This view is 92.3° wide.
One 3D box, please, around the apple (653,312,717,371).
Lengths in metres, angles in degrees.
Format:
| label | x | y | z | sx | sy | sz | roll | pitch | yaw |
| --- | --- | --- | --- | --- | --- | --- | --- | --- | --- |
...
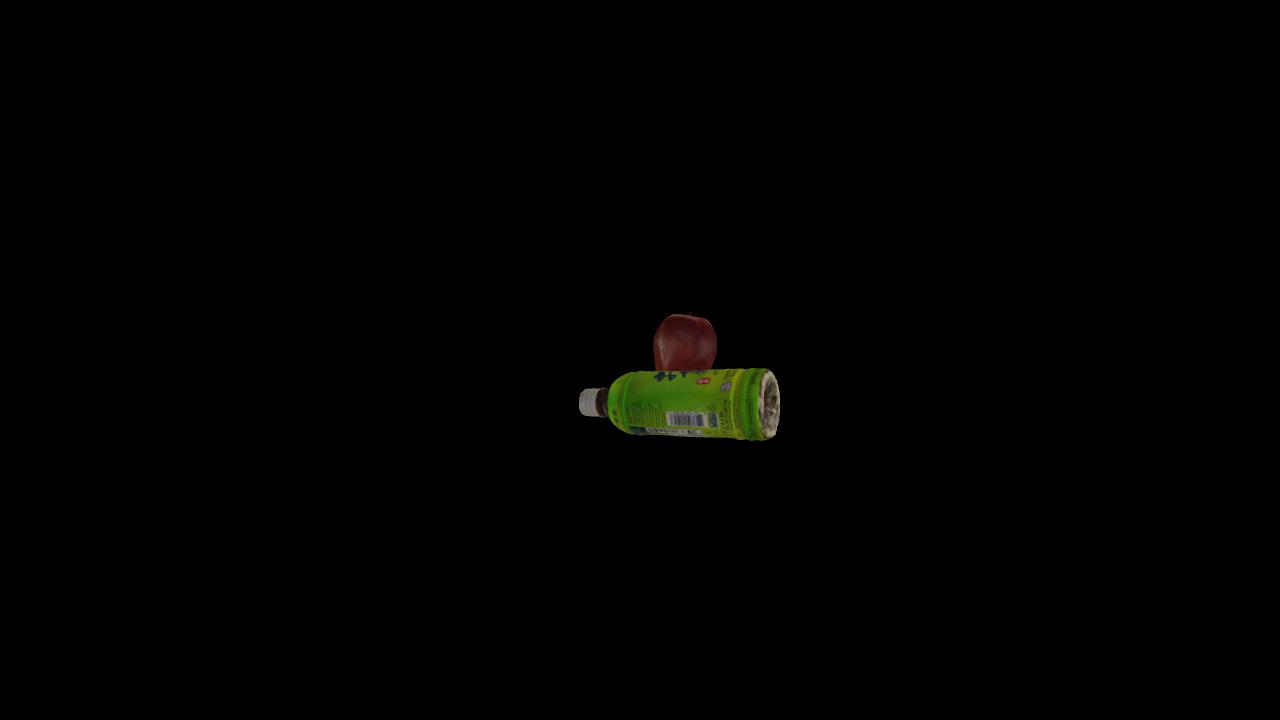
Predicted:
| label | x | y | z | sx | sy | sz | roll | pitch | yaw |
| --- | --- | --- | --- | --- | --- | --- | --- | --- | --- |
| apple | 0.054 | -0.013 | 0.746 | 0.079 | 0.093 | 0.079 | 8 | -3 | 0 |

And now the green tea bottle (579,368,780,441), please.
| label | x | y | z | sx | sy | sz | roll | pitch | yaw |
| --- | --- | --- | --- | --- | --- | --- | --- | --- | --- |
| green tea bottle | 0.032 | 0.045 | 0.631 | 0.212 | 0.073 | 0.073 | -2 | -1 | 26 |
